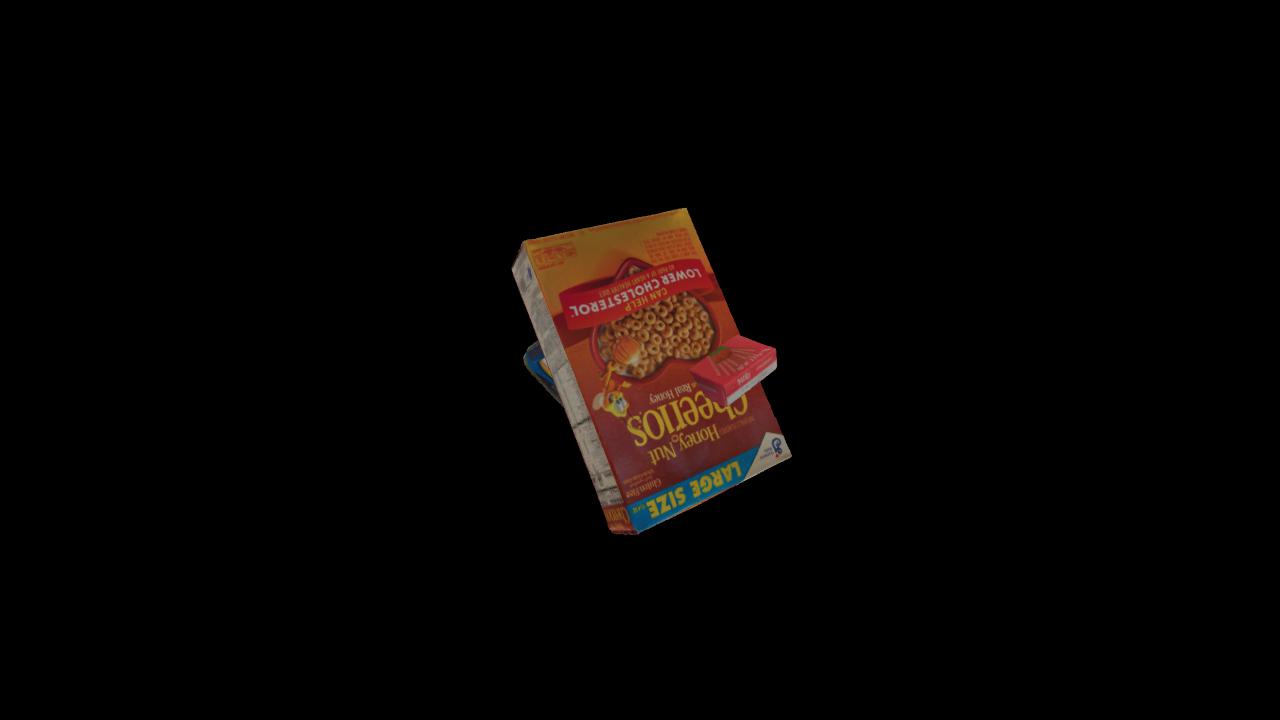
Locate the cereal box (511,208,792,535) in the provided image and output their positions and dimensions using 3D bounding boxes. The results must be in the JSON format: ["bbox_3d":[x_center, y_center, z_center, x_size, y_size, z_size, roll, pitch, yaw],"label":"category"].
[{"bbox_3d":[0.013,0.003,0.655,0.203,0.306,0.081,-18,-9,-27],"label":"cereal box"}]

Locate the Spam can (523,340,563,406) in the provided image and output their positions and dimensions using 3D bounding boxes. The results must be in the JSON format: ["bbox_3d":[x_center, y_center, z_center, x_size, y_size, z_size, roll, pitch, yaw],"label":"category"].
[{"bbox_3d":[-0.065,0.004,0.687,0.085,0.101,0.058,-35,19,19],"label":"Spam can"}]

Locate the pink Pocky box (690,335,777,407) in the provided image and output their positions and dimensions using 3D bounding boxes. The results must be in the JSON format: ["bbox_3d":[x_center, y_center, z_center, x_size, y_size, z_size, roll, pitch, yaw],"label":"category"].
[{"bbox_3d":[0.062,-0.007,0.671,0.084,0.029,0.155,-32,39,-30],"label":"pink Pocky box"}]
